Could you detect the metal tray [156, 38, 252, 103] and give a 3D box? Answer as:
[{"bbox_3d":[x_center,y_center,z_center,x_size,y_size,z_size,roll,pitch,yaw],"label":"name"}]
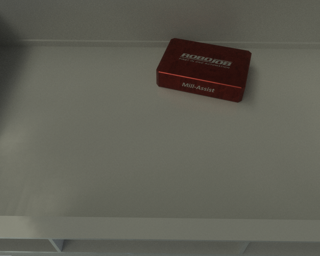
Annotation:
[{"bbox_3d":[0.069,-0.092,0.480,0.130,0.030,0.090,13,51,10],"label":"metal tray"}]
